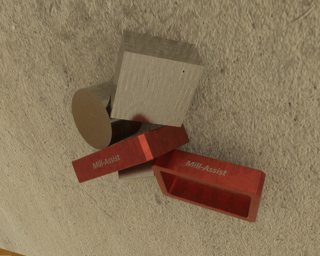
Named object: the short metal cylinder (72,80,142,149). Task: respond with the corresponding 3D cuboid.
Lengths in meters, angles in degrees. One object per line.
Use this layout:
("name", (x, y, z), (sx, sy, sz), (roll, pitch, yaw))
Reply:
("short metal cylinder", (-0.069, -0.018, 0.402), (0.080, 0.050, 0.079), (21, 123, 37))

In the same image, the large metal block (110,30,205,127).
("large metal block", (-0.007, -0.052, 0.340), (0.081, 0.050, 0.079), (8, 128, -15))

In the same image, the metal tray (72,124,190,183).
("metal tray", (-0.039, 0.031, 0.400), (0.130, 0.091, 0.030), (-22, 88, 36))

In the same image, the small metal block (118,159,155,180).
("small metal block", (-0.024, 0.056, 0.428), (0.050, 0.050, 0.025), (-10, 79, 18))

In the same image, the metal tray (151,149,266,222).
("metal tray", (0.061, 0.072, 0.394), (0.130, 0.030, 0.090), (13, 148, 21))
